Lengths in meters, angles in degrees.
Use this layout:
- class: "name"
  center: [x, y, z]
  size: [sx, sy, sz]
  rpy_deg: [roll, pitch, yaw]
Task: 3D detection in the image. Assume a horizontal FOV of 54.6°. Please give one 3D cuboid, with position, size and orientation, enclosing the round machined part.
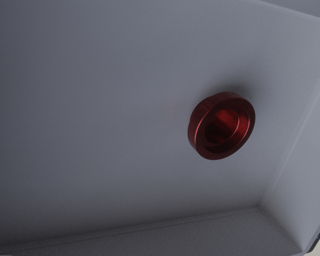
- class: "round machined part"
  center: [0.081, -0.007, 0.437]
  size: [0.099, 0.042, 0.097]
  rpy_deg: [-14, 124, -21]
